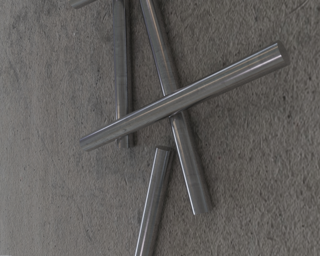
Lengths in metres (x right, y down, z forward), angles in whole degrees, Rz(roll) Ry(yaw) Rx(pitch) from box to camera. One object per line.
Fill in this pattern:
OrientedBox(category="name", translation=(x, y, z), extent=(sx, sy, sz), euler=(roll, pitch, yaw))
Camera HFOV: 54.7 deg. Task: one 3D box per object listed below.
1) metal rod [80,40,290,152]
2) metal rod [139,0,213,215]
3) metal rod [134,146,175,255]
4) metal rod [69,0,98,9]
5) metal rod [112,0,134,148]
OrientedBox(category="metal rod", translation=(0.001, -0.022, 0.369), extent=(0.299, 0.025, 0.025), euler=(-23, 76, 37))
OrientedBox(category="metal rod", translation=(0.016, -0.044, 0.392), extent=(0.025, 0.025, 0.299), euler=(-22, 76, 38))
OrientedBox(category="metal rod", translation=(-0.022, 0.170, 0.423), extent=(0.025, 0.025, 0.298), euler=(19, 102, 38))
OrientedBox(category="metal rod", translation=(-0.004, -0.209, 0.386), extent=(0.300, 0.025, 0.025), euler=(-8, 85, 33))
OrientedBox(category="metal rod", translation=(-0.055, -0.121, 0.450), extent=(0.025, 0.025, 0.298), euler=(-3, 88, 40))
